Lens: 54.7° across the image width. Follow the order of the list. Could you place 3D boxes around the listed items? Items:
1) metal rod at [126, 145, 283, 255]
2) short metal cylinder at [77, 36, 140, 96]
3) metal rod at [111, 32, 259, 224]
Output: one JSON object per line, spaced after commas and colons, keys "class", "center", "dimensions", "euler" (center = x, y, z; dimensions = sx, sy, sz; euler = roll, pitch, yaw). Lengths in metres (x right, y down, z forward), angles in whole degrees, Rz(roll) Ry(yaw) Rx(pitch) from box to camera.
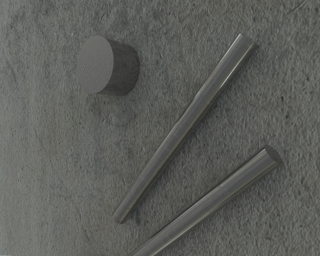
{"class": "metal rod", "center": [0.025, 0.122, 0.382], "dimensions": [0.299, 0.025, 0.025], "euler": [-47, 62, 29]}
{"class": "short metal cylinder", "center": [-0.075, -0.088, 0.448], "dimensions": [0.080, 0.050, 0.079], "euler": [0, 90, 39]}
{"class": "metal rod", "center": [0.017, 0.018, 0.388], "dimensions": [0.025, 0.025, 0.298], "euler": [49, 118, 28]}
